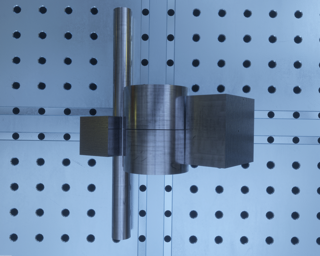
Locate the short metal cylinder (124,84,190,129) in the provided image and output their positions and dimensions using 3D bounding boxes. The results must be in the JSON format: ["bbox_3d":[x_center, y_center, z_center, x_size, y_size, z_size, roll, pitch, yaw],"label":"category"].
[{"bbox_3d":[-0.004,-0.024,0.382,0.081,0.080,0.050,1,90,0],"label":"short metal cylinder"}]

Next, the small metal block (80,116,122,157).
[{"bbox_3d":[-0.076,0.010,0.398,0.050,0.025,0.050,0,89,34],"label":"small metal block"}]

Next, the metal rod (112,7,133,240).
[{"bbox_3d":[-0.050,-0.006,0.408,0.025,0.025,0.298,0,90,0],"label":"metal rod"}]

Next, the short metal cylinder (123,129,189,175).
[{"bbox_3d":[-0.004,0.027,0.382,0.081,0.080,0.050,1,90,0],"label":"short metal cylinder"}]

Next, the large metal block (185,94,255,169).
[{"bbox_3d":[0.075,0.003,0.375,0.050,0.081,0.079,1,91,38],"label":"large metal block"}]
